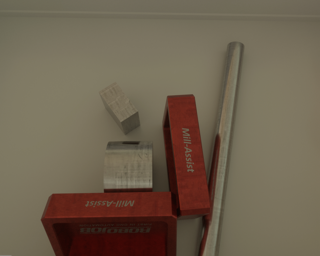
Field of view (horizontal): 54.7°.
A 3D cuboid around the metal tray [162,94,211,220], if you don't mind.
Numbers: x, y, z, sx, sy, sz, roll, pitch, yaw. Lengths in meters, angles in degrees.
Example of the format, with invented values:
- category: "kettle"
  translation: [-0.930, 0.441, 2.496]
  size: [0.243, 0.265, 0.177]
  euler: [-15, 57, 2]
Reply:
- category: "metal tray"
  translation: [0.026, 0.037, 0.361]
  size: [0.030, 0.090, 0.129]
  euler: [-4, 70, -5]

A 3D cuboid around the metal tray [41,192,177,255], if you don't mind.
- category: "metal tray"
  translation: [-0.048, 0.110, 0.332]
  size: [0.131, 0.089, 0.030]
  euler: [-1, 38, 0]

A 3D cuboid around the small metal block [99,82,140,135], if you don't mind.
- category: "small metal block"
  translation: [-0.052, -0.024, 0.405]
  size: [0.025, 0.050, 0.050]
  euler: [-34, 74, -12]

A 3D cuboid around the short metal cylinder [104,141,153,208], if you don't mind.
- category: "short metal cylinder"
  translation: [-0.033, 0.055, 0.360]
  size: [0.050, 0.080, 0.080]
  euler: [0, 70, 0]

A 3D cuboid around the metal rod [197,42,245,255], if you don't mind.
- category: "metal rod"
  translation: [0.082, 0.018, 0.403]
  size: [0.025, 0.025, 0.299]
  euler: [11, 70, 3]
